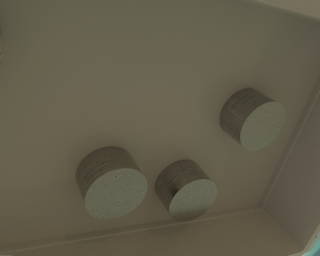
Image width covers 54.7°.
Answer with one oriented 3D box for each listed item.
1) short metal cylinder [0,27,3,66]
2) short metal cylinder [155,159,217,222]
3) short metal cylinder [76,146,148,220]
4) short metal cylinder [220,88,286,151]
[{"bbox_3d":[-0.174,-0.073,0.252,0.081,0.050,0.079,-14,124,-21],"label":"short metal cylinder"},{"bbox_3d":[0.039,0.095,0.473,0.081,0.050,0.079,-14,124,-21],"label":"short metal cylinder"},{"bbox_3d":[-0.063,0.071,0.402,0.081,0.050,0.079,-14,124,-21],"label":"short metal cylinder"},{"bbox_3d":[0.137,-0.013,0.459,0.081,0.050,0.079,-14,124,-21],"label":"short metal cylinder"}]
